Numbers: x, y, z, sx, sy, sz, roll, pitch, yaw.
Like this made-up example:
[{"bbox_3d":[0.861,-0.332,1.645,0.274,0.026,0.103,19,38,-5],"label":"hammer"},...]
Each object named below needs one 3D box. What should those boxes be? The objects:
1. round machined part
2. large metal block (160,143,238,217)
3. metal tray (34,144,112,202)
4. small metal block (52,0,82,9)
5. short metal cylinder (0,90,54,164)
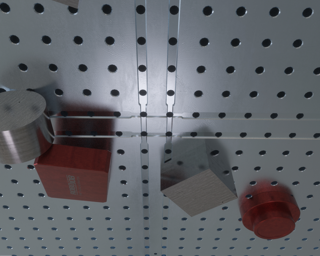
[{"bbox_3d":[0.192,0.156,0.535,0.099,0.042,0.097,0,130,0],"label":"round machined part"},{"bbox_3d":[0.057,0.080,0.463,0.080,0.050,0.080,-30,124,22],"label":"large metal block"},{"bbox_3d":[-0.118,0.068,0.439,0.091,0.030,0.129,7,148,-7],"label":"metal tray"},{"bbox_3d":[-0.094,-0.147,0.286,0.050,0.025,0.050,15,129,-13],"label":"small metal block"},{"bbox_3d":[-0.173,-0.003,0.371,0.081,0.080,0.050,1,130,-1],"label":"short metal cylinder"}]
